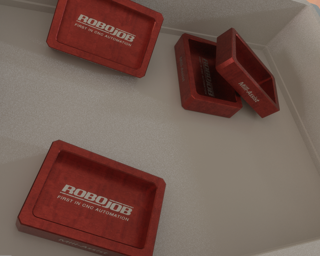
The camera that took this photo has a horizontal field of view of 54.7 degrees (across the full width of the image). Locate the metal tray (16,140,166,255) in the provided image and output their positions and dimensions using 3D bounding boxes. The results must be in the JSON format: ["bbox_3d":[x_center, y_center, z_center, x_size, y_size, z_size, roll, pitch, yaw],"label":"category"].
[{"bbox_3d":[-0.064,0.077,0.320,0.131,0.030,0.090,23,53,-14],"label":"metal tray"}]

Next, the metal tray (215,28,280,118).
[{"bbox_3d":[0.142,-0.087,0.498,0.130,0.030,0.090,38,42,-28],"label":"metal tray"}]

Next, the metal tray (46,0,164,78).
[{"bbox_3d":[-0.071,-0.128,0.408,0.131,0.030,0.089,17,97,-19],"label":"metal tray"}]

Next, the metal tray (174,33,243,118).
[{"bbox_3d":[0.075,-0.084,0.493,0.091,0.030,0.130,9,58,-23],"label":"metal tray"}]
